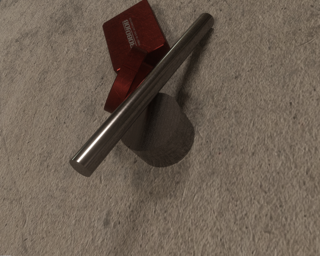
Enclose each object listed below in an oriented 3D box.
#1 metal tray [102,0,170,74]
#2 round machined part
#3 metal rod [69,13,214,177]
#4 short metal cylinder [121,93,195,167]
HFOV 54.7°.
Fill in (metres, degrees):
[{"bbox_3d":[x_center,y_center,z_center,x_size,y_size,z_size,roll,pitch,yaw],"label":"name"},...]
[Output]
[{"bbox_3d":[-0.041,-0.147,0.510,0.090,0.030,0.130,-27,53,11],"label":"metal tray"},{"bbox_3d":[-0.037,-0.060,0.425,0.042,0.098,0.098,25,70,-7],"label":"round machined part"},{"bbox_3d":[-0.004,-0.061,0.383,0.025,0.025,0.301,11,49,32],"label":"metal rod"},{"bbox_3d":[-0.003,0.003,0.387,0.080,0.050,0.080,-13,56,20],"label":"short metal cylinder"}]
